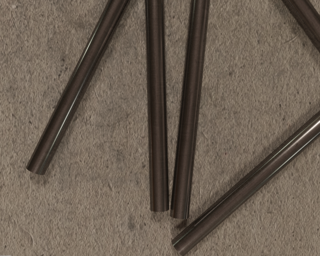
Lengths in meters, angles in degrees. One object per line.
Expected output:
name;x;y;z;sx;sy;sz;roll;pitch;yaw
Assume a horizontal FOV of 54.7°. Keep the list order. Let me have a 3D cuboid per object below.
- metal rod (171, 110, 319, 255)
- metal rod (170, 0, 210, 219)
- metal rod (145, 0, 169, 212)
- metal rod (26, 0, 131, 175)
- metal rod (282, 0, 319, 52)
metal rod;0.136;0.061;0.411;0.300;0.025;0.025;-41;91;-1
metal rod;0.040;-0.031;0.410;0.025;0.025;0.298;6;90;-1
metal rod;-0.004;-0.041;0.409;0.025;0.025;0.298;-1;90;-1
metal rod;-0.098;-0.078;0.408;0.025;0.025;0.299;26;90;-1
metal rod;0.246;-0.081;0.413;0.025;0.025;0.299;-36;90;0
